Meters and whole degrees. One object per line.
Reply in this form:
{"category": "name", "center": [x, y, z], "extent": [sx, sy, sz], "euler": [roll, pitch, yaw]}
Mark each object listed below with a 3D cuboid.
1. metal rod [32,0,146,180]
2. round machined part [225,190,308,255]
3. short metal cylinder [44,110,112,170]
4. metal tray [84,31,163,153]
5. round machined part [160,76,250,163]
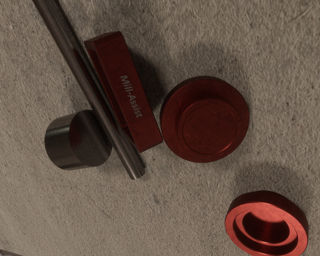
{"category": "metal rod", "center": [-0.095, -0.058, 0.419], "extent": [0.025, 0.025, 0.299], "euler": [-14, 112, 33]}
{"category": "round machined part", "center": [0.137, 0.120, 0.397], "extent": [0.098, 0.042, 0.097], "euler": [13, 124, 20]}
{"category": "short metal cylinder", "center": [-0.114, 0.018, 0.440], "extent": [0.050, 0.080, 0.080], "euler": [-12, 112, 33]}
{"category": "metal tray", "center": [-0.044, -0.044, 0.363], "extent": [0.129, 0.030, 0.090], "euler": [69, 167, -21]}
{"category": "round machined part", "center": [0.050, -0.005, 0.338], "extent": [0.099, 0.042, 0.097], "euler": [-2, 110, -4]}
